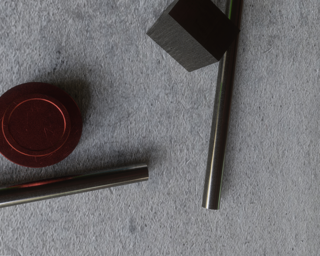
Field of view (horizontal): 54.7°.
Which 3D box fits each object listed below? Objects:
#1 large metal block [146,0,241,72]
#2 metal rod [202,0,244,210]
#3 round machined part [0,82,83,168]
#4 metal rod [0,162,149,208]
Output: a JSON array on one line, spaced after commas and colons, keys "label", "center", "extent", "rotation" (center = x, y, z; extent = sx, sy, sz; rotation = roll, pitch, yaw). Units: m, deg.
[{"label": "large metal block", "center": [0.039, -0.122, 0.395], "extent": [0.080, 0.080, 0.050], "rotation": [39, 78, -16]}, {"label": "metal rod", "center": [0.091, -0.036, 0.443], "extent": [0.025, 0.025, 0.298], "rotation": [8, 87, -20]}, {"label": "round machined part", "center": [-0.138, -0.003, 0.349], "extent": [0.099, 0.042, 0.097], "rotation": [0, 90, -21]}, {"label": "metal rod", "center": [-0.159, 0.074, 0.350], "extent": [0.303, 0.025, 0.025], "rotation": [-7, 93, -20]}]
